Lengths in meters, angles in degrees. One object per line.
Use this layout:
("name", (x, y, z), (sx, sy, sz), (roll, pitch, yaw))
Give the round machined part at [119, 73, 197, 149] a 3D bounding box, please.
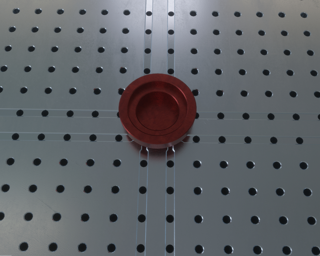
("round machined part", (-0.003, -0.019, 0.410), (0.099, 0.042, 0.098), (0, 70, 0))
